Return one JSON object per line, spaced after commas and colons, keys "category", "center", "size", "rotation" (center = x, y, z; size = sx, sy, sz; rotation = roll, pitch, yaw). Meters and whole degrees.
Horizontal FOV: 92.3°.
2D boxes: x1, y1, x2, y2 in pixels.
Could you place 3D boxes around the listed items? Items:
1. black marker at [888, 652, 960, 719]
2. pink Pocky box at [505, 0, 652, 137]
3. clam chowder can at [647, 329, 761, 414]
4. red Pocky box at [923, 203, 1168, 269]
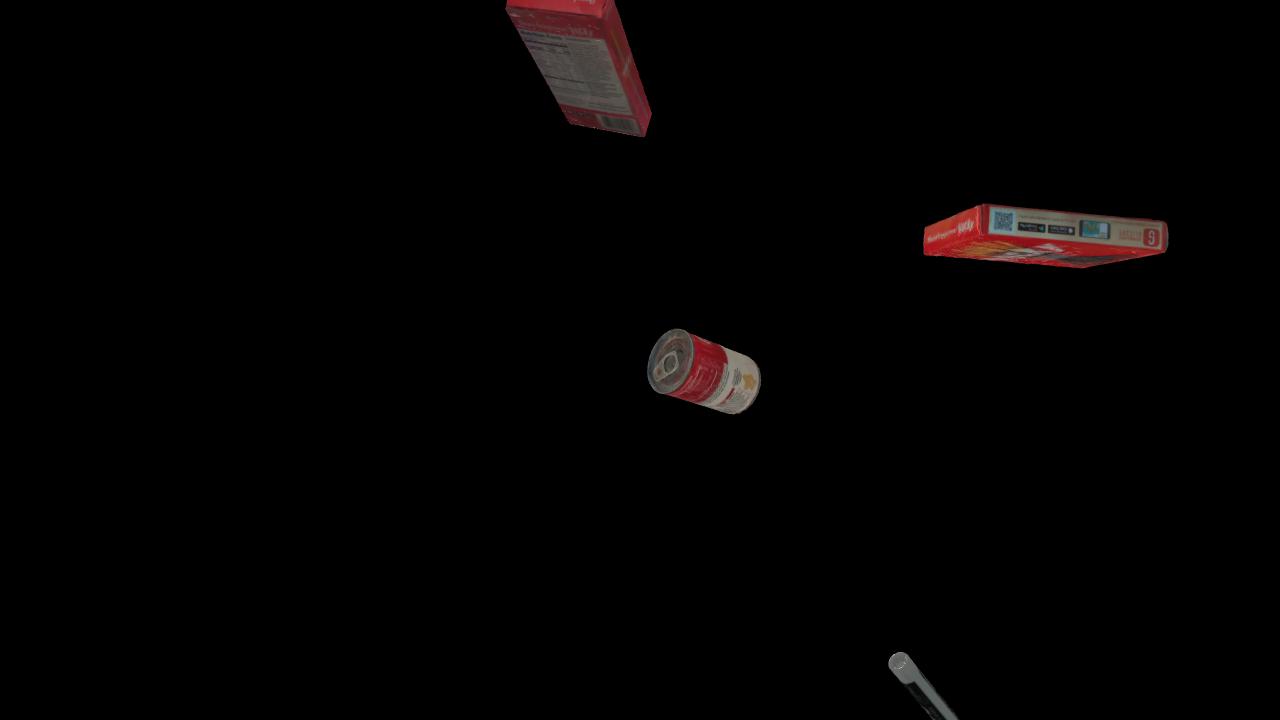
{"category": "black marker", "center": [0.250, 0.293, 0.511], "size": [0.020, 0.121, 0.020], "rotation": [-39, 7, 5]}
{"category": "pink Pocky box", "center": [-0.046, -0.254, 0.533], "size": [0.084, 0.029, 0.155], "rotation": [16, -9, 17]}
{"category": "clam chowder can", "center": [0.068, 0.014, 0.637], "size": [0.102, 0.068, 0.068], "rotation": [19, -11, -35]}
{"category": "red Pocky box", "center": [0.327, -0.099, 0.507], "size": [0.155, 0.028, 0.083], "rotation": [4, 0, -5]}
